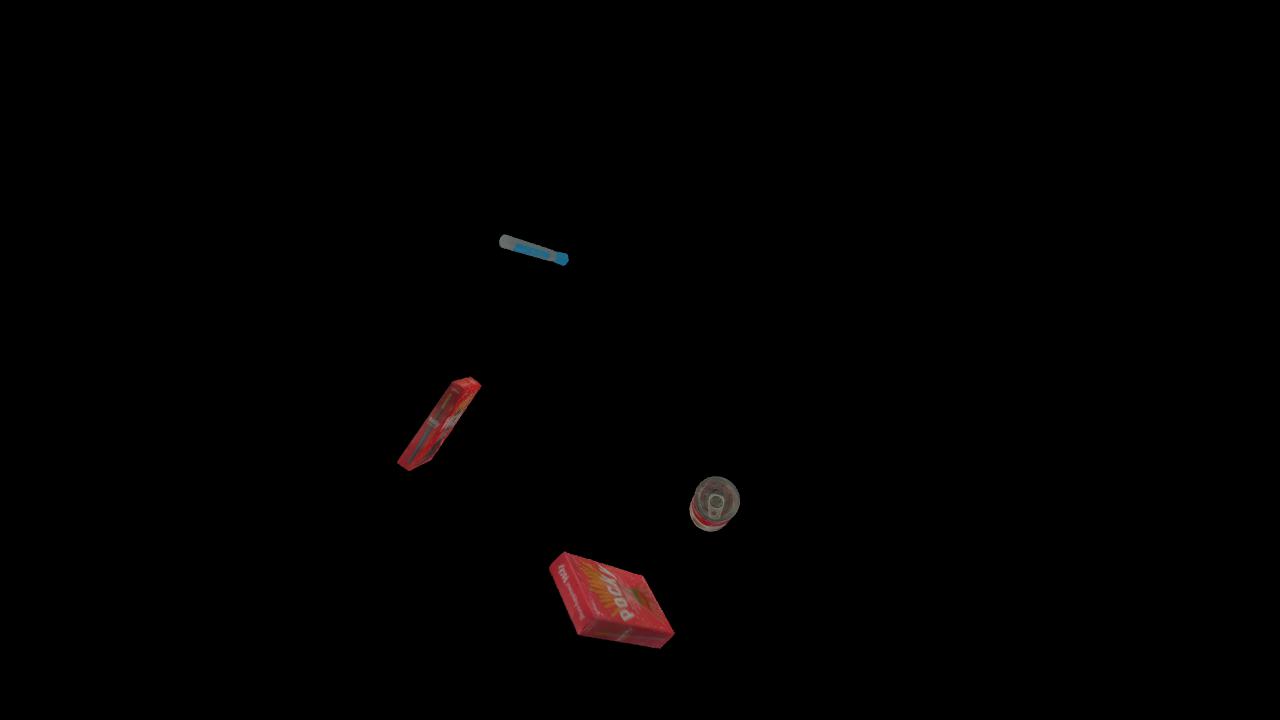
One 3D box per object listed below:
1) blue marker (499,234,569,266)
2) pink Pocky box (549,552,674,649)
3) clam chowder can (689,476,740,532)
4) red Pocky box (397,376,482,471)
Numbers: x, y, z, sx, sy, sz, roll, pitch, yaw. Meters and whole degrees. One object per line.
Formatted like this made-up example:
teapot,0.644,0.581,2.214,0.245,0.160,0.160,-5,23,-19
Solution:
blue marker,-0.147,-0.155,0.877,0.020,0.020,0.121,0,-5,39
pink Pocky box,-0.028,0.264,0.671,0.155,0.029,0.084,37,10,-46
clam chowder can,0.113,0.223,0.944,0.068,0.068,0.102,0,-24,0
red Pocky box,-0.310,0.098,0.957,0.028,0.155,0.083,36,5,2
